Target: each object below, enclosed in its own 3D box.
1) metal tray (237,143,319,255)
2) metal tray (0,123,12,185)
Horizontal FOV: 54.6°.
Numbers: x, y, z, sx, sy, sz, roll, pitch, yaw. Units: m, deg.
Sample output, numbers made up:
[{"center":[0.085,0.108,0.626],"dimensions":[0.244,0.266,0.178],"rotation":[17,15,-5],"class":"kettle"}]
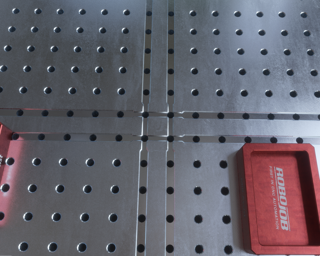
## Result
[{"center":[0.147,0.085,0.378],"dimensions":[0.090,0.030,0.130],"rotation":[0,70,0],"class":"metal tray"},{"center":[-0.249,0.055,0.387],"dimensions":[0.090,0.030,0.130],"rotation":[3,70,1],"class":"metal tray"}]
